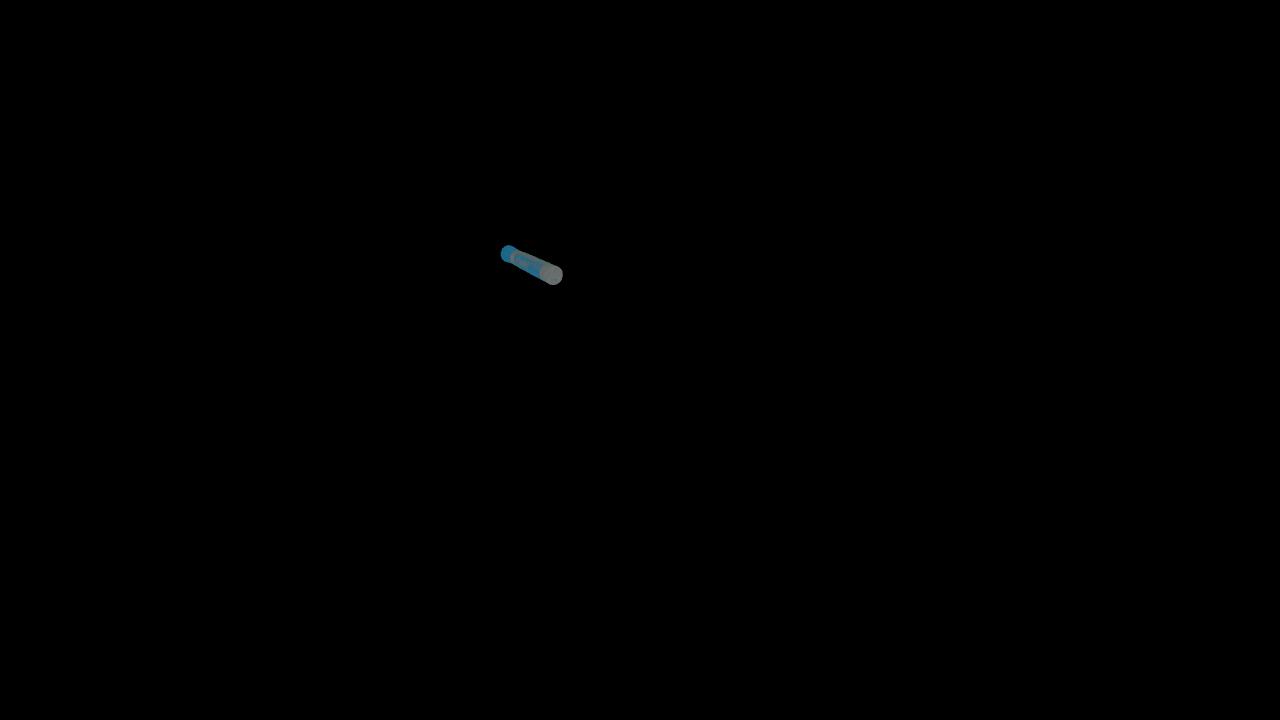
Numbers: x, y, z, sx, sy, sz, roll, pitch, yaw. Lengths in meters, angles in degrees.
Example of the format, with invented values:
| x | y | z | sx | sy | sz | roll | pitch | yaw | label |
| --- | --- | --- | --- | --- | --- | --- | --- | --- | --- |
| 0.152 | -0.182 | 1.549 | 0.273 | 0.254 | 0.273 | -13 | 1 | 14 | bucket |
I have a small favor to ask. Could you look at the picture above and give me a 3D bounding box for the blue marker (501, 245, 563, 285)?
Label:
| x | y | z | sx | sy | sz | roll | pitch | yaw | label |
| --- | --- | --- | --- | --- | --- | --- | --- | --- | --- |
| -0.115 | -0.100 | 0.636 | 0.020 | 0.020 | 0.121 | 0 | 19 | -35 | blue marker |
